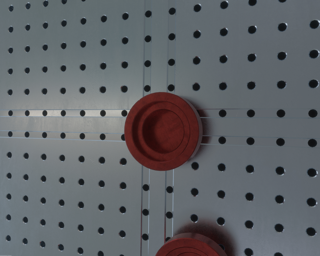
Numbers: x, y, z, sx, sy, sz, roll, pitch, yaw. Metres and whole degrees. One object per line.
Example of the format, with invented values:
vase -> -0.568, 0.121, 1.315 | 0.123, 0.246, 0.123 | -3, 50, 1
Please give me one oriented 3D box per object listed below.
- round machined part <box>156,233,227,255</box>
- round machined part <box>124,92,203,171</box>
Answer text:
round machined part -> 0.043, 0.180, 0.389 | 0.098, 0.042, 0.097 | 0, 90, 20
round machined part -> 0.007, 0.004, 0.401 | 0.098, 0.042, 0.097 | 0, 90, 20
